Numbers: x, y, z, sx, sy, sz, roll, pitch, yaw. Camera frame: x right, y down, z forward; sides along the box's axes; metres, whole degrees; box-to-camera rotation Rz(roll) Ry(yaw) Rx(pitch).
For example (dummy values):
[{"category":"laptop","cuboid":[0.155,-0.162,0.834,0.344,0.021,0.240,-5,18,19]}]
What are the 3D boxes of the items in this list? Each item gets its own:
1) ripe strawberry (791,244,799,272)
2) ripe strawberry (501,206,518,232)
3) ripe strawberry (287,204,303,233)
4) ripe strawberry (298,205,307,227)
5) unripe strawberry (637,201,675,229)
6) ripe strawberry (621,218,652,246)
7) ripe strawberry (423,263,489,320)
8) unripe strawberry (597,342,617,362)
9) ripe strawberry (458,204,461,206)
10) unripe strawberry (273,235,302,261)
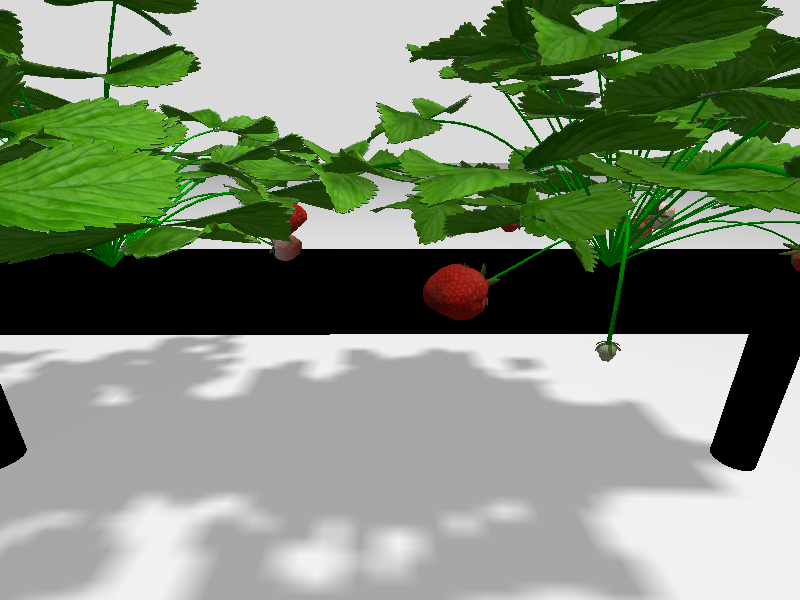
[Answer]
[{"category":"ripe strawberry","cuboid":[0.353,-0.035,0.335,0.034,0.034,0.032,21,22,1]},{"category":"ripe strawberry","cuboid":[0.139,-0.105,0.511,0.031,0.035,0.033,-6,20,-16]},{"category":"ripe strawberry","cuboid":[-0.137,-0.101,0.489,0.038,0.043,0.041,17,26,37]},{"category":"ripe strawberry","cuboid":[-0.140,-0.111,0.529,0.037,0.033,0.034,13,13,31]},{"category":"unripe strawberry","cuboid":[0.334,-0.110,0.522,0.041,0.036,0.041,16,17,36]},{"category":"ripe strawberry","cuboid":[0.257,-0.075,0.437,0.033,0.030,0.030,15,25,35]},{"category":"ripe strawberry","cuboid":[0.032,-0.004,0.241,0.035,0.035,0.039,-16,26,-35]},{"category":"unripe strawberry","cuboid":[0.102,0.026,0.198,0.009,0.010,0.010,10,23,25]},{"category":"ripe strawberry","cuboid":[0.062,-0.113,0.530,0.040,0.034,0.040,-14,24,-32]},{"category":"unripe strawberry","cuboid":[-0.105,-0.050,0.374,0.026,0.027,0.024,0,20,-7]}]
